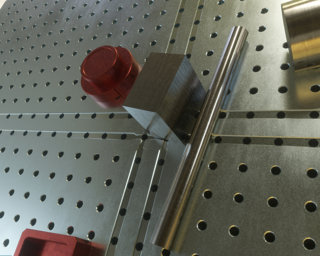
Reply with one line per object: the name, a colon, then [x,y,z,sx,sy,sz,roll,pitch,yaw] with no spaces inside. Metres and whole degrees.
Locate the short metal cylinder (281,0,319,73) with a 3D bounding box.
short metal cylinder: [0.171,-0.108,0.349,0.050,0.080,0.080,-11,57,22]

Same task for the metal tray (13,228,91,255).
metal tray: [-0.142,0.191,0.362,0.090,0.030,0.130,-2,61,27]

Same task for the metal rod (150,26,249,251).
metal rod: [0.056,-0.003,0.380,0.025,0.025,0.300,10,66,32]

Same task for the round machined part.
round machined part: [-0.088,-0.094,0.502,0.098,0.042,0.098,-13,56,21]

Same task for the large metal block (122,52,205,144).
large metal block: [0.010,-0.037,0.391,0.050,0.080,0.080,13,69,33]
